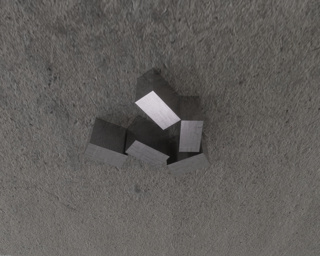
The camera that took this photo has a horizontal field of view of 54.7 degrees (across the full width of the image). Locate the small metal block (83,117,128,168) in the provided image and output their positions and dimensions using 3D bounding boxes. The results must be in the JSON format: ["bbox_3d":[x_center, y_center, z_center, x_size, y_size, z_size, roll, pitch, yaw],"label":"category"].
[{"bbox_3d":[-0.068,0.019,0.406,0.050,0.050,0.025,21,127,-17],"label":"small metal block"}]

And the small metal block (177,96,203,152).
[{"bbox_3d":[0.036,-0.005,0.386,0.025,0.050,0.050,1,130,-1],"label":"small metal block"}]

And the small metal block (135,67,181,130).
[{"bbox_3d":[-0.002,-0.035,0.361,0.025,0.050,0.050,-31,124,23],"label":"small metal block"}]

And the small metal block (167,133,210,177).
[{"bbox_3d":[0.037,0.032,0.418,0.050,0.050,0.025,-21,127,17],"label":"small metal block"}]

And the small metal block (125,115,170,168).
[{"bbox_3d":[-0.015,0.017,0.405,0.050,0.050,0.025,28,125,-22],"label":"small metal block"}]
